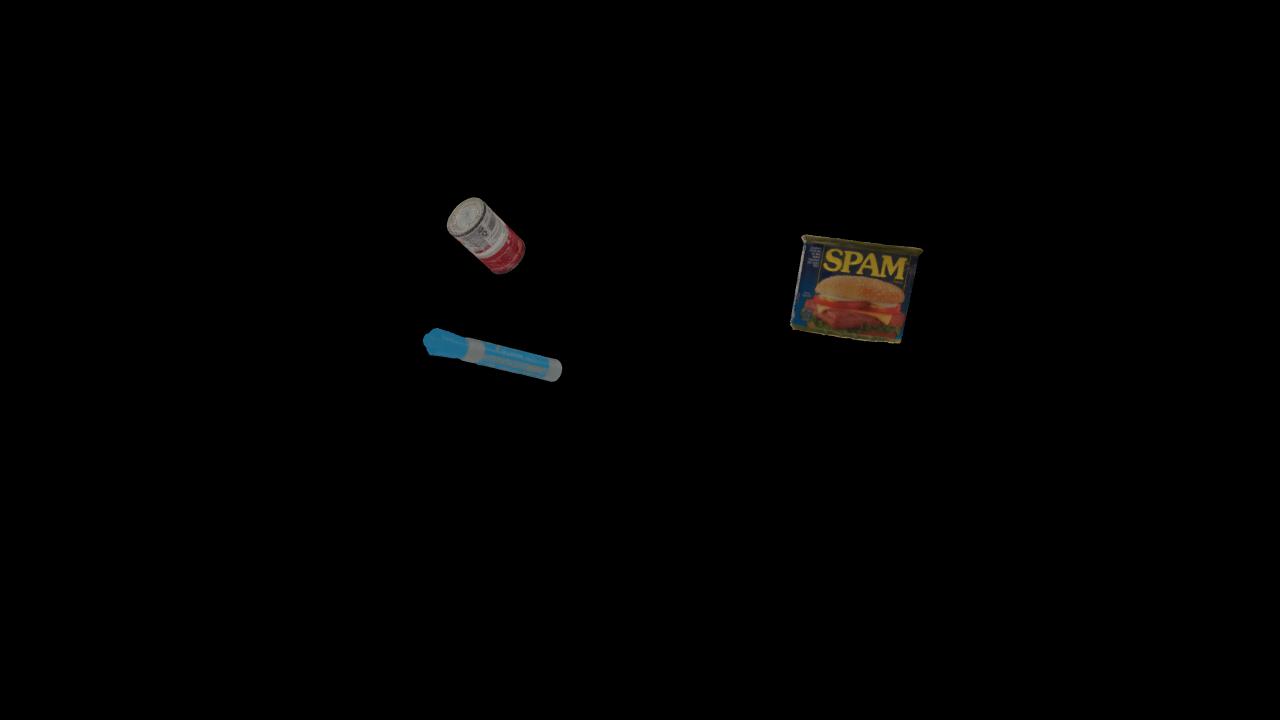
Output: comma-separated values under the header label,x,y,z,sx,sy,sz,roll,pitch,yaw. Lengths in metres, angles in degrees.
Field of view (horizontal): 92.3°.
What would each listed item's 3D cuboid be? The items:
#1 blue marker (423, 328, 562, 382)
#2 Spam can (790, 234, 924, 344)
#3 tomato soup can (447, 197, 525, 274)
label,x,y,z,sx,sy,sz,roll,pitch,yaw
blue marker,-0.106,-0.002,0.454,0.020,0.020,0.121,0,-10,37
Spam can,0.191,-0.064,0.555,0.101,0.085,0.058,9,11,8
tomato soup can,-0.224,-0.180,0.898,0.068,0.068,0.101,0,-25,28
